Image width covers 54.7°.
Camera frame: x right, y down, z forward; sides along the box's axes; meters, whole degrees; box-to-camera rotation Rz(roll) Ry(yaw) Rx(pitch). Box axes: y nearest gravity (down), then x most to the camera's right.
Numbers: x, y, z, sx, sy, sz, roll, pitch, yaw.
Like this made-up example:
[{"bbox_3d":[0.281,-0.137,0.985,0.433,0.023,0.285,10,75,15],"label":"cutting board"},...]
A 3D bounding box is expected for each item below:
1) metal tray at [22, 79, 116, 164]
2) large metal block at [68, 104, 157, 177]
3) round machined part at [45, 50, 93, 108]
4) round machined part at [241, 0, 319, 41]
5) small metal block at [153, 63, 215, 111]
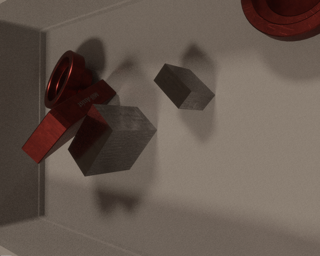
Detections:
[{"bbox_3d":[-0.124,-0.013,0.439,0.030,0.131,0.090,45,122,-4],"label":"metal tray"},{"bbox_3d":[-0.064,0.016,0.422,0.050,0.081,0.080,49,119,28],"label":"large metal block"},{"bbox_3d":[-0.144,-0.071,0.497,0.098,0.042,0.098,-28,51,42],"label":"round machined part"},{"bbox_3d":[0.130,-0.130,0.288,0.098,0.042,0.097,0,90,39],"label":"round machined part"},{"bbox_3d":[0.029,-0.047,0.365,0.050,0.050,0.025,51,120,27],"label":"small metal block"}]
